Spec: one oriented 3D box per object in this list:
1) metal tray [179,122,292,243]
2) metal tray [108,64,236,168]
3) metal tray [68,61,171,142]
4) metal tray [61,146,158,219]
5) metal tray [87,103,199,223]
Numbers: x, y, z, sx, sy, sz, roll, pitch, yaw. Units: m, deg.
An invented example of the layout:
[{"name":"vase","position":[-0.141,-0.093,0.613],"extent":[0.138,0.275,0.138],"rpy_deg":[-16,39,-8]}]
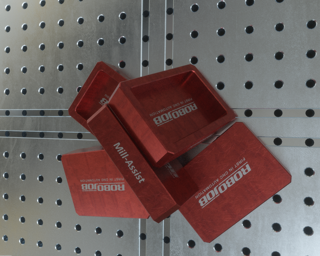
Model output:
[{"name":"metal tray","position":[0.079,0.065,0.380],"extent":[0.130,0.030,0.090],"rpy_deg":[-43,77,14]},{"name":"metal tray","position":[0.019,-0.021,0.350],"extent":[0.090,0.131,0.030],"rpy_deg":[53,134,12]},{"name":"metal tray","position":[-0.054,-0.020,0.427],"extent":[0.130,0.030,0.090],"rpy_deg":[38,102,15]},{"name":"metal tray","position":[-0.066,0.069,0.407],"extent":[0.130,0.030,0.089],"rpy_deg":[-9,98,34]},{"name":"metal tray","position":[-0.015,0.034,0.350],"extent":[0.030,0.090,0.130],"rpy_deg":[-40,78,15]}]
